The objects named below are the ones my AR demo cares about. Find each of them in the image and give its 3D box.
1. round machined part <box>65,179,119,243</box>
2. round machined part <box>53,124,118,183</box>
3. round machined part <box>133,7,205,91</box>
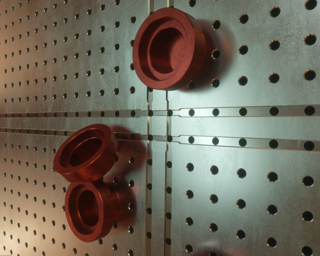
[{"bbox_3d":[-0.103,0.123,0.485,0.098,0.042,0.097,0,90,40],"label":"round machined part"},{"bbox_3d":[-0.106,0.042,0.465,0.098,0.042,0.098,-19,37,16],"label":"round machined part"},{"bbox_3d":[0.015,-0.095,0.387,0.098,0.042,0.097,0,90,40],"label":"round machined part"}]
